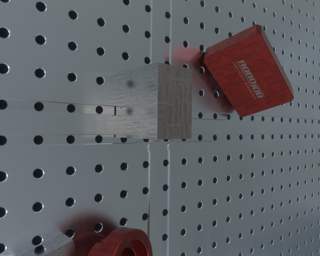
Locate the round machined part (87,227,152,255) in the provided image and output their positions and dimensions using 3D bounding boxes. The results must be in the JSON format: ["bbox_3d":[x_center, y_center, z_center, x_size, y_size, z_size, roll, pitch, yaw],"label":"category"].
[{"bbox_3d":[-0.049,0.161,0.343,0.098,0.042,0.097,-2,90,-64],"label":"round machined part"}]

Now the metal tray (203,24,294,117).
[{"bbox_3d":[0.138,-0.082,0.480,0.130,0.090,0.030,49,38,-29],"label":"metal tray"}]

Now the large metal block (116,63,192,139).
[{"bbox_3d":[-0.009,-0.028,0.366,0.050,0.080,0.079,1,90,-40],"label":"large metal block"}]

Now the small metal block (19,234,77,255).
[{"bbox_3d":[-0.111,0.146,0.317,0.050,0.025,0.050,-19,102,-38],"label":"small metal block"}]
